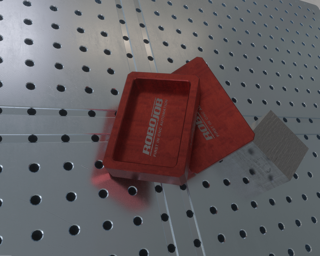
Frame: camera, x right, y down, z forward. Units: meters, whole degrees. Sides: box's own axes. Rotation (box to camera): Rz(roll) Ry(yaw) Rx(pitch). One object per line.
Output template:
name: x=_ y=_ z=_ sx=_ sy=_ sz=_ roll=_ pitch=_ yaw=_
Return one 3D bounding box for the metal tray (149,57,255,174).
metal tray: x=0.050 y=-0.016 z=0.408 sx=0.090 sy=0.030 sz=0.130 roll=-32 pitch=76 yaw=5

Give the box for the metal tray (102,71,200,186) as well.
metal tray: x=-0.005 y=-0.004 z=0.364 sx=0.090 sy=0.030 sz=0.130 roll=6 pitch=63 yaw=13

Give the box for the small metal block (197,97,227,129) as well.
small metal block: x=0.070 y=-0.021 z=0.440 sx=0.050 sy=0.050 sz=0.025 roll=18 pitch=41 yaw=-18

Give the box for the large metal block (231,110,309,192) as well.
large metal block: x=0.160 y=0.033 z=0.458 sx=0.080 sy=0.050 sz=0.080 roll=47 pitch=51 yaw=5
